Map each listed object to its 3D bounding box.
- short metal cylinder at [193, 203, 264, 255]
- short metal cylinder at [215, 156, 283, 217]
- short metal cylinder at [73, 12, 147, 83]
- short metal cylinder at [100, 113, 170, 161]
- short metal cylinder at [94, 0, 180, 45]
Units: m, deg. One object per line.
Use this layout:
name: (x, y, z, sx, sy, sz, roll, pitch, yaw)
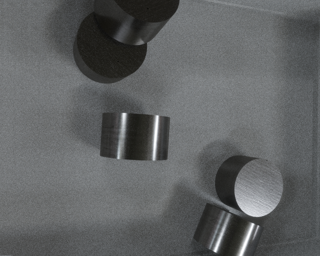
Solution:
short metal cylinder: (0.092, 0.140, 0.417, 0.080, 0.080, 0.050, 26, 82, -19)
short metal cylinder: (0.127, 0.081, 0.446, 0.081, 0.050, 0.079, 0, 90, -21)
short metal cylinder: (-0.062, -0.097, 0.375, 0.081, 0.050, 0.079, 0, 91, -20)
short metal cylinder: (-0.030, 0.010, 0.371, 0.081, 0.080, 0.050, 4, 89, -20)
short metal cylinder: (-0.026, -0.138, 0.336, 0.081, 0.050, 0.080, 6, 75, -24)
